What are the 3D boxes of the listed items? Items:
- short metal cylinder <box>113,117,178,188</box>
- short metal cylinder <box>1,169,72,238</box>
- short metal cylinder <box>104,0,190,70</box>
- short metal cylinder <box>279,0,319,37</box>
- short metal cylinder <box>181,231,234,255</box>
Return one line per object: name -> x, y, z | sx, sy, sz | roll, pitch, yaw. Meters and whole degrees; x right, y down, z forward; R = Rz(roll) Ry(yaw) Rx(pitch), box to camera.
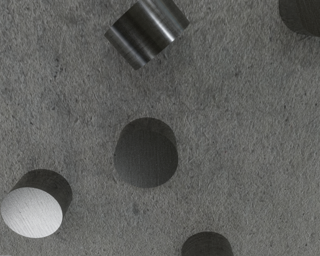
short metal cylinder -> -0.017, 0.032, 0.408 | 0.081, 0.050, 0.079 | 0, 110, 0
short metal cylinder -> -0.170, 0.105, 0.433 | 0.081, 0.050, 0.079 | 0, 110, 0
short metal cylinder -> -0.014, -0.109, 0.340 | 0.080, 0.080, 0.050 | -39, 106, 13
short metal cylinder -> 0.182, -0.143, 0.345 | 0.081, 0.050, 0.079 | 0, 110, 0
short metal cylinder -> 0.074, 0.207, 0.473 | 0.081, 0.050, 0.079 | 0, 110, 0
